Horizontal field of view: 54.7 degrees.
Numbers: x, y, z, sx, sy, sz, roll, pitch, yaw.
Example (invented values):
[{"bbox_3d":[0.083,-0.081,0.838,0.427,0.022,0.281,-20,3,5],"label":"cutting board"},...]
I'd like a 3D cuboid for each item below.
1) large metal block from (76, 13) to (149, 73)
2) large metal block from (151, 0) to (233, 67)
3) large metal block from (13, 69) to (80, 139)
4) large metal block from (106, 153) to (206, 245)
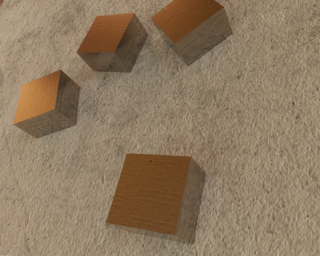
[{"bbox_3d":[-0.078,-0.141,0.515,0.080,0.050,0.080,8,66,31],"label":"large metal block"},{"bbox_3d":[0.046,-0.151,0.456,0.080,0.050,0.080,-36,51,4],"label":"large metal block"},{"bbox_3d":[-0.183,-0.038,0.508,0.080,0.050,0.080,-17,55,18],"label":"large metal block"},{"bbox_3d":[-0.002,0.076,0.342,0.080,0.050,0.080,0,62,28],"label":"large metal block"}]
